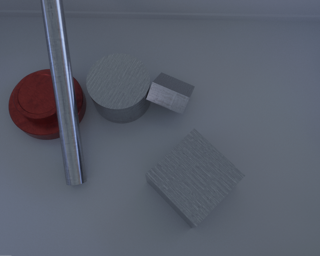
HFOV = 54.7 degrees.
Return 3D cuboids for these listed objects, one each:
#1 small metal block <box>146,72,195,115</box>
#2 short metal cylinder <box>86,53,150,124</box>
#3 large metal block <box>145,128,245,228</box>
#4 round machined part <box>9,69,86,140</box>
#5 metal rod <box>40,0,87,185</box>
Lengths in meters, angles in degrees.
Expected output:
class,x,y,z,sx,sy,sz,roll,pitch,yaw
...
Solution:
class,x,y,z,sx,sy,sz,roll,pitch,yaw
small metal block,0.015,-0.047,0.410,0.050,0.025,0.050,23,27,3
short metal cylinder,-0.053,-0.052,0.415,0.081,0.050,0.080,0,70,0
large metal block,0.040,0.062,0.374,0.080,0.050,0.080,-42,76,-14
round machined part,-0.152,-0.037,0.412,0.099,0.042,0.098,0,70,-1
metal rod,-0.120,-0.080,0.373,0.025,0.025,0.298,-7,95,-3
